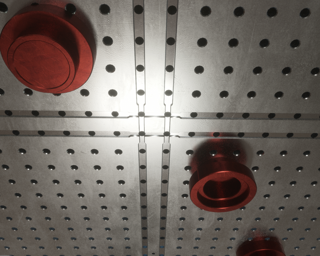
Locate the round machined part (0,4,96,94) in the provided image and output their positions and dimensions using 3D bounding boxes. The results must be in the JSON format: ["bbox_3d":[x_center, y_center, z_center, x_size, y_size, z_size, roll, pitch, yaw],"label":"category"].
[{"bbox_3d":[-0.121,-0.077,0.333,0.099,0.042,0.097,0,130,0],"label":"round machined part"}]

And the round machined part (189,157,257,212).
[{"bbox_3d":[0.093,0.083,0.473,0.099,0.042,0.097,-1,130,0],"label":"round machined part"}]

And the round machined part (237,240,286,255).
[{"bbox_3d":[0.211,0.276,0.639,0.099,0.042,0.097,-1,130,0],"label":"round machined part"}]
